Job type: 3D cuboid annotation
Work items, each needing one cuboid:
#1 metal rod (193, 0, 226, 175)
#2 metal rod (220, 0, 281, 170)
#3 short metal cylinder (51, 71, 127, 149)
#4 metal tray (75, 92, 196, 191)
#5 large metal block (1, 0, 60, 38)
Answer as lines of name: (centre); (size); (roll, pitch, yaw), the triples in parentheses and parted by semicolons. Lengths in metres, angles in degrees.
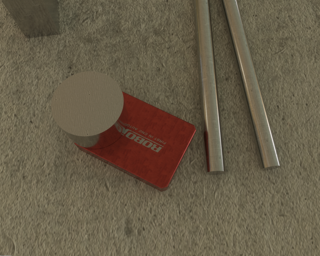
metal rod: (0.067, -0.084, 0.439); (0.025, 0.025, 0.299); (-1, 70, -1)
metal rod: (0.122, -0.089, 0.442); (0.025, 0.025, 0.299); (-7, 70, -3)
short metal cylinder: (-0.081, -0.020, 0.369); (0.081, 0.050, 0.080); (0, 70, 0)
metal tray: (-0.031, 0.013, 0.400); (0.130, 0.030, 0.090); (26, 72, 8)
large metal block: (-0.183, -0.189, 0.446); (0.050, 0.080, 0.080); (-8, 70, -3)
